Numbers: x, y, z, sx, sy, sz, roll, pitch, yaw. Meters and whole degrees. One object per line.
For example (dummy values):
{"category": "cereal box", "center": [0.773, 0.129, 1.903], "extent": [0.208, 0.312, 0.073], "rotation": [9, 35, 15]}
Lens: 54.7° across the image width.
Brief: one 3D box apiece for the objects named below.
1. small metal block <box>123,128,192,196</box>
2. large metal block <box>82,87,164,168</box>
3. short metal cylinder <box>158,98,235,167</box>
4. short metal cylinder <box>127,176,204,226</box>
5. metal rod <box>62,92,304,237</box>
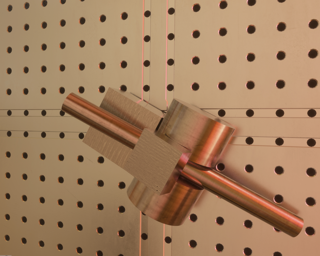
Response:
{"category": "small metal block", "center": [-0.003, 0.034, 0.326], "extent": [0.050, 0.025, 0.050], "rotation": [32, 101, 25]}
{"category": "large metal block", "center": [-0.041, 0.003, 0.408], "extent": [0.080, 0.050, 0.080], "rotation": [31, 100, 17]}
{"category": "short metal cylinder", "center": [0.041, 0.004, 0.366], "extent": [0.080, 0.080, 0.050], "rotation": [29, 100, 17]}
{"category": "short metal cylinder", "center": [0.007, 0.073, 0.377], "extent": [0.080, 0.080, 0.050], "rotation": [32, 100, 17]}
{"category": "metal rod", "center": [0.024, 0.041, 0.358], "extent": [0.301, 0.025, 0.025], "rotation": [29, 100, 2]}
